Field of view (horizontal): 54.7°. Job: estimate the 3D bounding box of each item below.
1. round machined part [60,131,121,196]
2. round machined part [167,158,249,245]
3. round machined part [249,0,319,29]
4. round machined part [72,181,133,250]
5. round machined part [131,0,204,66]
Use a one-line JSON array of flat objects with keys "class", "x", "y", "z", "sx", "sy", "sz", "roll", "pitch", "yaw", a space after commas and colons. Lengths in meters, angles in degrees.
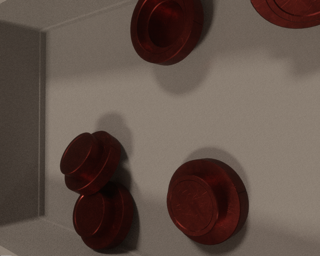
[{"class": "round machined part", "x": -0.107, "y": 0.045, "z": 0.453, "sx": 0.098, "sy": 0.042, "sz": 0.098, "roll": -26, "pitch": 43, "yaw": 28}, {"class": "round machined part", "x": 0.047, "y": 0.085, "z": 0.356, "sx": 0.098, "sy": 0.042, "sz": 0.097, "roll": 0, "pitch": 90, "yaw": 39}, {"class": "round machined part", "x": 0.122, "y": -0.129, "z": 0.258, "sx": 0.098, "sy": 0.042, "sz": 0.097, "roll": 10, "pitch": 134, "yaw": 11}, {"class": "round machined part", "x": -0.089, "y": 0.124, "z": 0.449, "sx": 0.098, "sy": 0.042, "sz": 0.098, "roll": -17, "pitch": 62, "yaw": 35}, {"class": "round machined part", "x": 0.013, "y": -0.126, "z": 0.383, "sx": 0.098, "sy": 0.042, "sz": 0.097, "roll": 0, "pitch": 90, "yaw": 39}]
